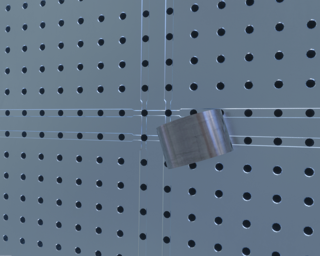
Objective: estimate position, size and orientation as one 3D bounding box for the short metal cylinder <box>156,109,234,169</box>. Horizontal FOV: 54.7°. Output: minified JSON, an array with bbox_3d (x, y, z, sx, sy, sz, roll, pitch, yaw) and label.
[{"bbox_3d":[0.041,0.014,0.368,0.080,0.080,0.050,-18,84,19],"label":"short metal cylinder"}]
